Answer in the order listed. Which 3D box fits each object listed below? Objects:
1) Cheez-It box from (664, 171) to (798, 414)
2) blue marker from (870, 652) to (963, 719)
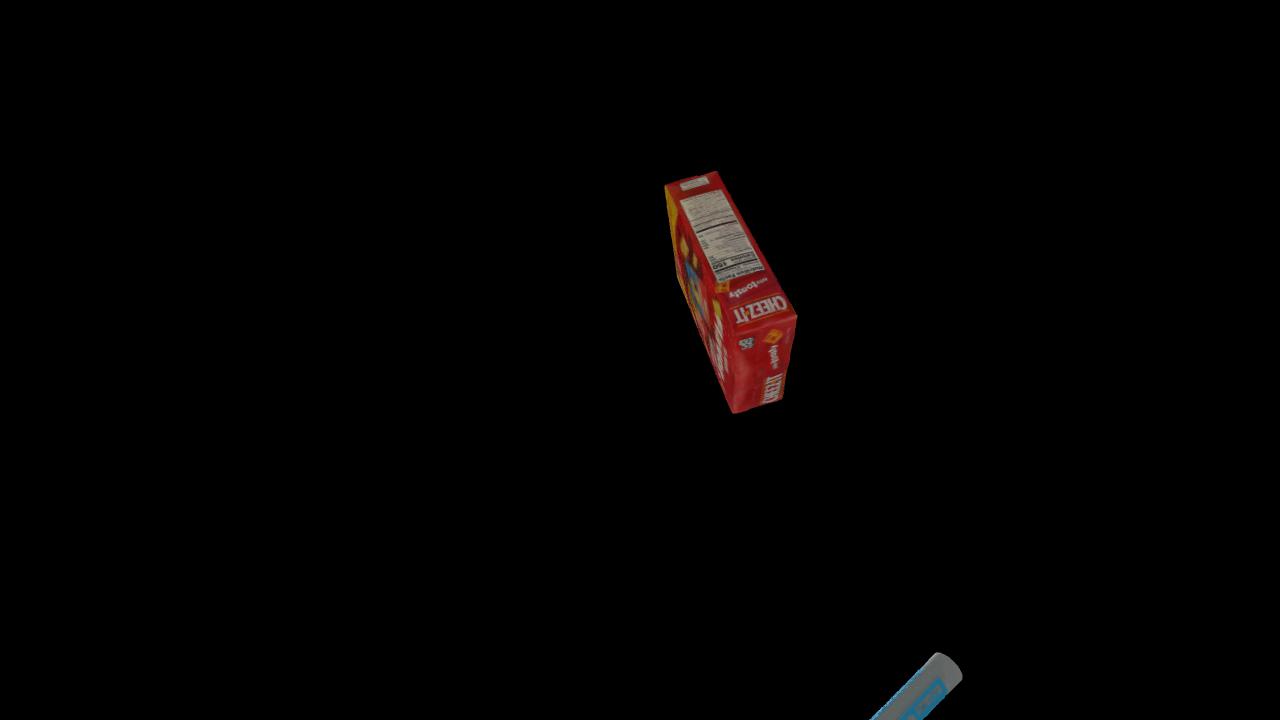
[{"bbox_3d":[0.097,-0.075,0.693,0.071,0.223,0.166,-17,-33,-2],"label":"Cheez-It box"},{"bbox_3d":[0.139,0.212,0.350,0.121,0.020,0.020,-28,12,-23],"label":"blue marker"}]
